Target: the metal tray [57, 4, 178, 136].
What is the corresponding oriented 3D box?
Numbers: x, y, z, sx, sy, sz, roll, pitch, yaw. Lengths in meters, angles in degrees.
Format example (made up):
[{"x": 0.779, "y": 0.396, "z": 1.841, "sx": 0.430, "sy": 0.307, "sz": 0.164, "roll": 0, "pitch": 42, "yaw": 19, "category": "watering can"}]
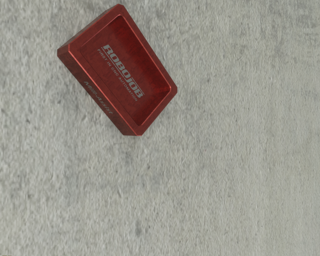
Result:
[{"x": -0.043, "y": -0.065, "z": 0.366, "sx": 0.090, "sy": 0.030, "sz": 0.130, "roll": -52, "pitch": 121, "yaw": -28, "category": "metal tray"}]
